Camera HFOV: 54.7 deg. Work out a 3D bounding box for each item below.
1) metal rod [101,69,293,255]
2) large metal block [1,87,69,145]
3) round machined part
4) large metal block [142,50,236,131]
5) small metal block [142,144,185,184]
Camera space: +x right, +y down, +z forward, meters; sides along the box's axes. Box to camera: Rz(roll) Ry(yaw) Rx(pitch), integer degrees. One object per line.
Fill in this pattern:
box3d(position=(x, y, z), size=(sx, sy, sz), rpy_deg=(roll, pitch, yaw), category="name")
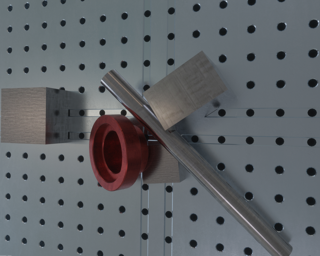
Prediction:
box3d(position=(0.040, 0.041, 0.376), size=(0.300, 0.025, 0.025), rpy_deg=(45, 104, 6), category="metal rod")
box3d(position=(-0.187, -0.018, 0.465), size=(0.080, 0.050, 0.079), rpy_deg=(1, 90, 20), category="large metal block")
box3d(position=(-0.052, 0.031, 0.407), size=(0.098, 0.042, 0.097), rpy_deg=(6, 98, 51), category="round machined part")
box3d(position=(0.039, -0.040, 0.370), size=(0.080, 0.080, 0.050), rpy_deg=(-34, 79, 17), category="large metal block")
box3d(position=(0.004, 0.046, 0.411), size=(0.050, 0.025, 0.050), rpy_deg=(-6, 88, 19), category="small metal block")
